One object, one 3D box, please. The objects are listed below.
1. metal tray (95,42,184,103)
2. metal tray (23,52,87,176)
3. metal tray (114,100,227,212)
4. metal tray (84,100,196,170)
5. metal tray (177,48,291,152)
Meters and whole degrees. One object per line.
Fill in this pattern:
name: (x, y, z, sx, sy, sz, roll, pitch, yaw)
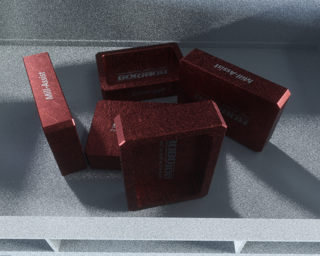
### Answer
metal tray: (-0.026, -0.085, 0.470, 0.131, 0.030, 0.090, -10, 51, -9)
metal tray: (-0.127, -0.018, 0.374, 0.030, 0.089, 0.130, -19, 53, -16)
metal tray: (0.008, 0.033, 0.305, 0.091, 0.129, 0.030, -9, 51, -9)
metal tray: (-0.020, 0.009, 0.390, 0.131, 0.030, 0.090, 3, 50, 2)
metal tray: (0.084, -0.034, 0.390, 0.130, 0.089, 0.030, 31, 57, 23)
